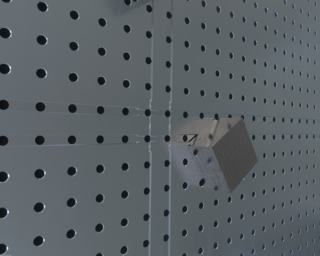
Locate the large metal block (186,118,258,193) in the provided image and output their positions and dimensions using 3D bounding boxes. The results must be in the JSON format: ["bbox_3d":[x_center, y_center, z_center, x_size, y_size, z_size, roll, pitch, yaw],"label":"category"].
[{"bbox_3d":[0.097,0.039,0.472,0.080,0.050,0.080,-39,114,-33],"label":"large metal block"}]

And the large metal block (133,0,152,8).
[{"bbox_3d":[-0.007,-0.210,0.385,0.080,0.050,0.080,-43,116,-31],"label":"large metal block"}]
